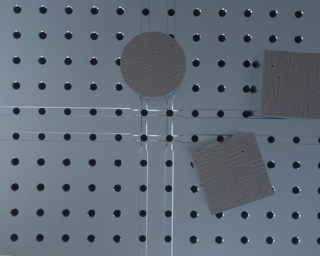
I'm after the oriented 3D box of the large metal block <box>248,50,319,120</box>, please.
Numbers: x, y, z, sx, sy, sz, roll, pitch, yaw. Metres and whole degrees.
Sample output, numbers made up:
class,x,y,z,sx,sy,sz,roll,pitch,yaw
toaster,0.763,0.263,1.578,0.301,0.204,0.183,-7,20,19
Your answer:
class,x,y,z,sx,sy,sz,roll,pitch,yaw
large metal block,0.165,-0.053,0.402,0.080,0.050,0.080,4,90,0

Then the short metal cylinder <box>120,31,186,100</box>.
class,x,y,z,sx,sy,sz,roll,pitch,yaw
short metal cylinder,-0.008,-0.078,0.401,0.081,0.050,0.080,0,90,0

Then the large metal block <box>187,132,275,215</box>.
class,x,y,z,sx,sy,sz,roll,pitch,yaw
large metal block,0.089,0.056,0.401,0.080,0.050,0.080,-18,90,0
